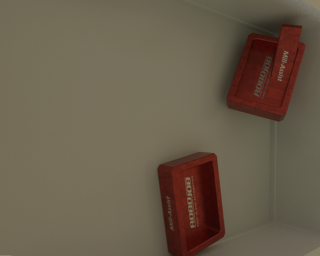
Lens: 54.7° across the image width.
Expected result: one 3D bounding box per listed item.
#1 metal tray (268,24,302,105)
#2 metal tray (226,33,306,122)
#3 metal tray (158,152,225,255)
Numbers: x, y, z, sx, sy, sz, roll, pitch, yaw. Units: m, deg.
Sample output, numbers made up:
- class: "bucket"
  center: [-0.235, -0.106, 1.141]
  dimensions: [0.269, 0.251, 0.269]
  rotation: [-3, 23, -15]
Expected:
- class: "metal tray"
  center: [0.210, -0.102, 0.530]
  dimensions: [0.090, 0.030, 0.129]
  rotation: [-15, 116, -69]
- class: "metal tray"
  center: [0.169, -0.084, 0.496]
  dimensions: [0.030, 0.090, 0.130]
  rotation: [62, 47, -67]
- class: "metal tray"
  center: [0.048, 0.107, 0.443]
  dimensions: [0.091, 0.030, 0.129]
  rotation: [-12, 98, -39]
